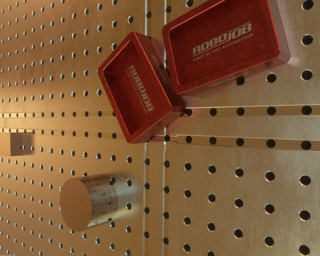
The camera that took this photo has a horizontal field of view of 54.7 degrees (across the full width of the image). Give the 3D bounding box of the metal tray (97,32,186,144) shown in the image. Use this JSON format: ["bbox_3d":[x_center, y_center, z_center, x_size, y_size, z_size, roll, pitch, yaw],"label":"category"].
[{"bbox_3d":[-0.030,-0.054,0.428,0.090,0.030,0.130,-38,67,33],"label":"metal tray"}]

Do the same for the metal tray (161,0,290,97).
[{"bbox_3d":[0.067,-0.097,0.349,0.130,0.030,0.090,-17,79,38],"label":"metal tray"}]

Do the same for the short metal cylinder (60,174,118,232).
[{"bbox_3d":[-0.111,0.115,0.482,0.080,0.050,0.079,0,90,39],"label":"short metal cylinder"}]

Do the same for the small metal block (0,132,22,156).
[{"bbox_3d":[-0.324,0.035,0.672,0.050,0.025,0.050,-3,88,39],"label":"small metal block"}]
